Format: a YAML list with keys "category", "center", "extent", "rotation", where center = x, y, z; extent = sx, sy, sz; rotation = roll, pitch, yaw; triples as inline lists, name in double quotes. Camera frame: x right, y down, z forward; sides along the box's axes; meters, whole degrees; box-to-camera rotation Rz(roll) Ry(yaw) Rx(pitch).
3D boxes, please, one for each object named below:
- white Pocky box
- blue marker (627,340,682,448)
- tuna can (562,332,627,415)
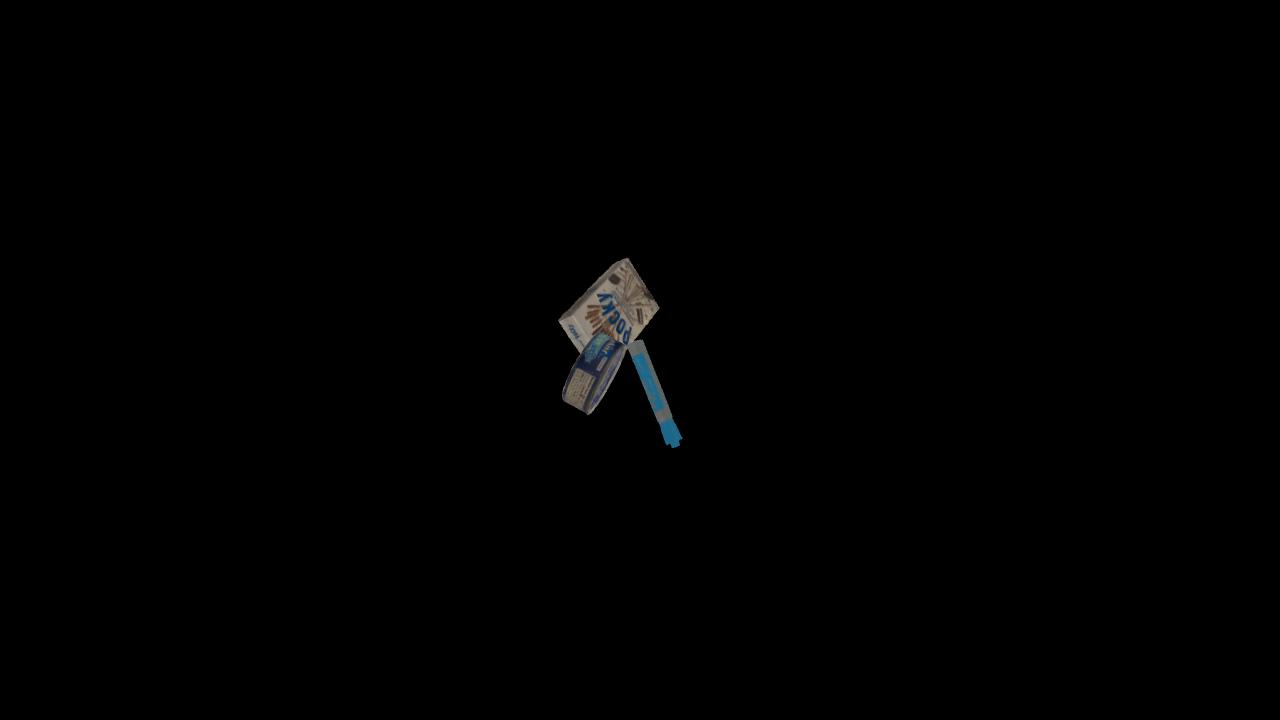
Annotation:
- category: "white Pocky box"
  center: [-0.034, -0.057, 0.760]
  extent: [0.028, 0.084, 0.154]
  rotation: [-18, 23, 37]
- category: "blue marker"
  center: [0.016, 0.036, 0.657]
  extent: [0.020, 0.121, 0.020]
  rotation: [-21, -12, -5]
- category: "tuna can"
  center: [-0.048, 0.013, 0.643]
  extent: [0.034, 0.084, 0.084]
  rotation: [29, 3, 5]
